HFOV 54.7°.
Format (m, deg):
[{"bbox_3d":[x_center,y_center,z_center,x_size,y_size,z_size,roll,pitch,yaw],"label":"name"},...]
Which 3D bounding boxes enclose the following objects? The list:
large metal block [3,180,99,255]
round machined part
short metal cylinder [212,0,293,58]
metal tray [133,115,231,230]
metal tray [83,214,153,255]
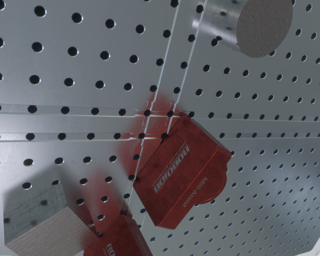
[{"bbox_3d":[-0.138,0.128,0.399,0.080,0.050,0.080,-32,129,-8],"label":"large metal block"},{"bbox_3d":[0.065,0.080,0.485,0.099,0.042,0.097,-14,124,-21],"label":"round machined part"},{"bbox_3d":[0.110,-0.131,0.374,0.081,0.050,0.079,-14,124,-21],"label":"short metal cylinder"},{"bbox_3d":[0.024,0.058,0.418,0.030,0.090,0.130,28,103,-38],"label":"metal tray"},{"bbox_3d":[-0.054,0.199,0.437,0.090,0.130,0.030,-46,129,4],"label":"metal tray"}]
